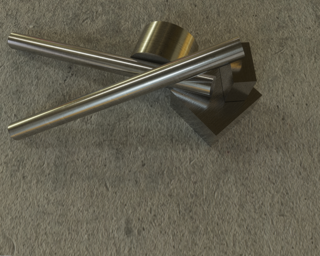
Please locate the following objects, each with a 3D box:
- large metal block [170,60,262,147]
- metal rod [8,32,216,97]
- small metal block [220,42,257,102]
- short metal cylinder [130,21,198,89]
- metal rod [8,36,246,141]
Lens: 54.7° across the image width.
[{"bbox_3d":[0.070,-0.035,0.408,0.080,0.050,0.080,-40,75,-12],"label":"large metal block"},{"bbox_3d":[-0.076,-0.089,0.410,0.301,0.025,0.025,16,70,17],"label":"metal rod"},{"bbox_3d":[0.090,-0.065,0.365,0.025,0.050,0.050,-4,70,-1],"label":"small metal block"},{"bbox_3d":[0.005,-0.096,0.417,0.080,0.080,0.050,20,71,6],"label":"short metal cylinder"},{"bbox_3d":[-0.051,-0.041,0.367,0.301,0.025,0.025,-18,70,15],"label":"metal rod"}]
